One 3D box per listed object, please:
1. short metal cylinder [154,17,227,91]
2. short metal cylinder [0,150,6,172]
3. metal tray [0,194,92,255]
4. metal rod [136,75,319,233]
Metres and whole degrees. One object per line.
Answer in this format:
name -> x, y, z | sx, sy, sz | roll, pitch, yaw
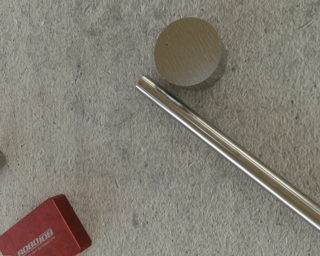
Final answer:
short metal cylinder -> 0.039, -0.088, 0.382 | 0.080, 0.050, 0.079 | 0, 90, 20
short metal cylinder -> -0.293, 0.058, 0.483 | 0.080, 0.080, 0.050 | 40, 103, 15
metal tray -> -0.177, 0.173, 0.469 | 0.130, 0.030, 0.090 | -37, 78, 16
metal rod -> 0.089, 0.030, 0.377 | 0.300, 0.025, 0.025 | 39, 102, 15
